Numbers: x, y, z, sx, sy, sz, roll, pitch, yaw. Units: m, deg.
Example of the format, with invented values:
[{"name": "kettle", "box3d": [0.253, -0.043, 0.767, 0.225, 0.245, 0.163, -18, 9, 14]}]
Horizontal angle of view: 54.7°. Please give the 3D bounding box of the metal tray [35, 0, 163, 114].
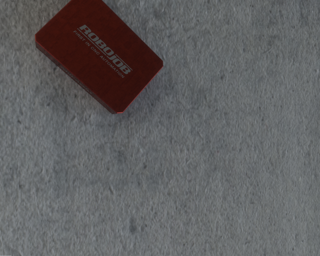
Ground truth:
[{"name": "metal tray", "box3d": [-0.072, -0.091, 0.380, 0.130, 0.030, 0.090, 43, 76, -15]}]
